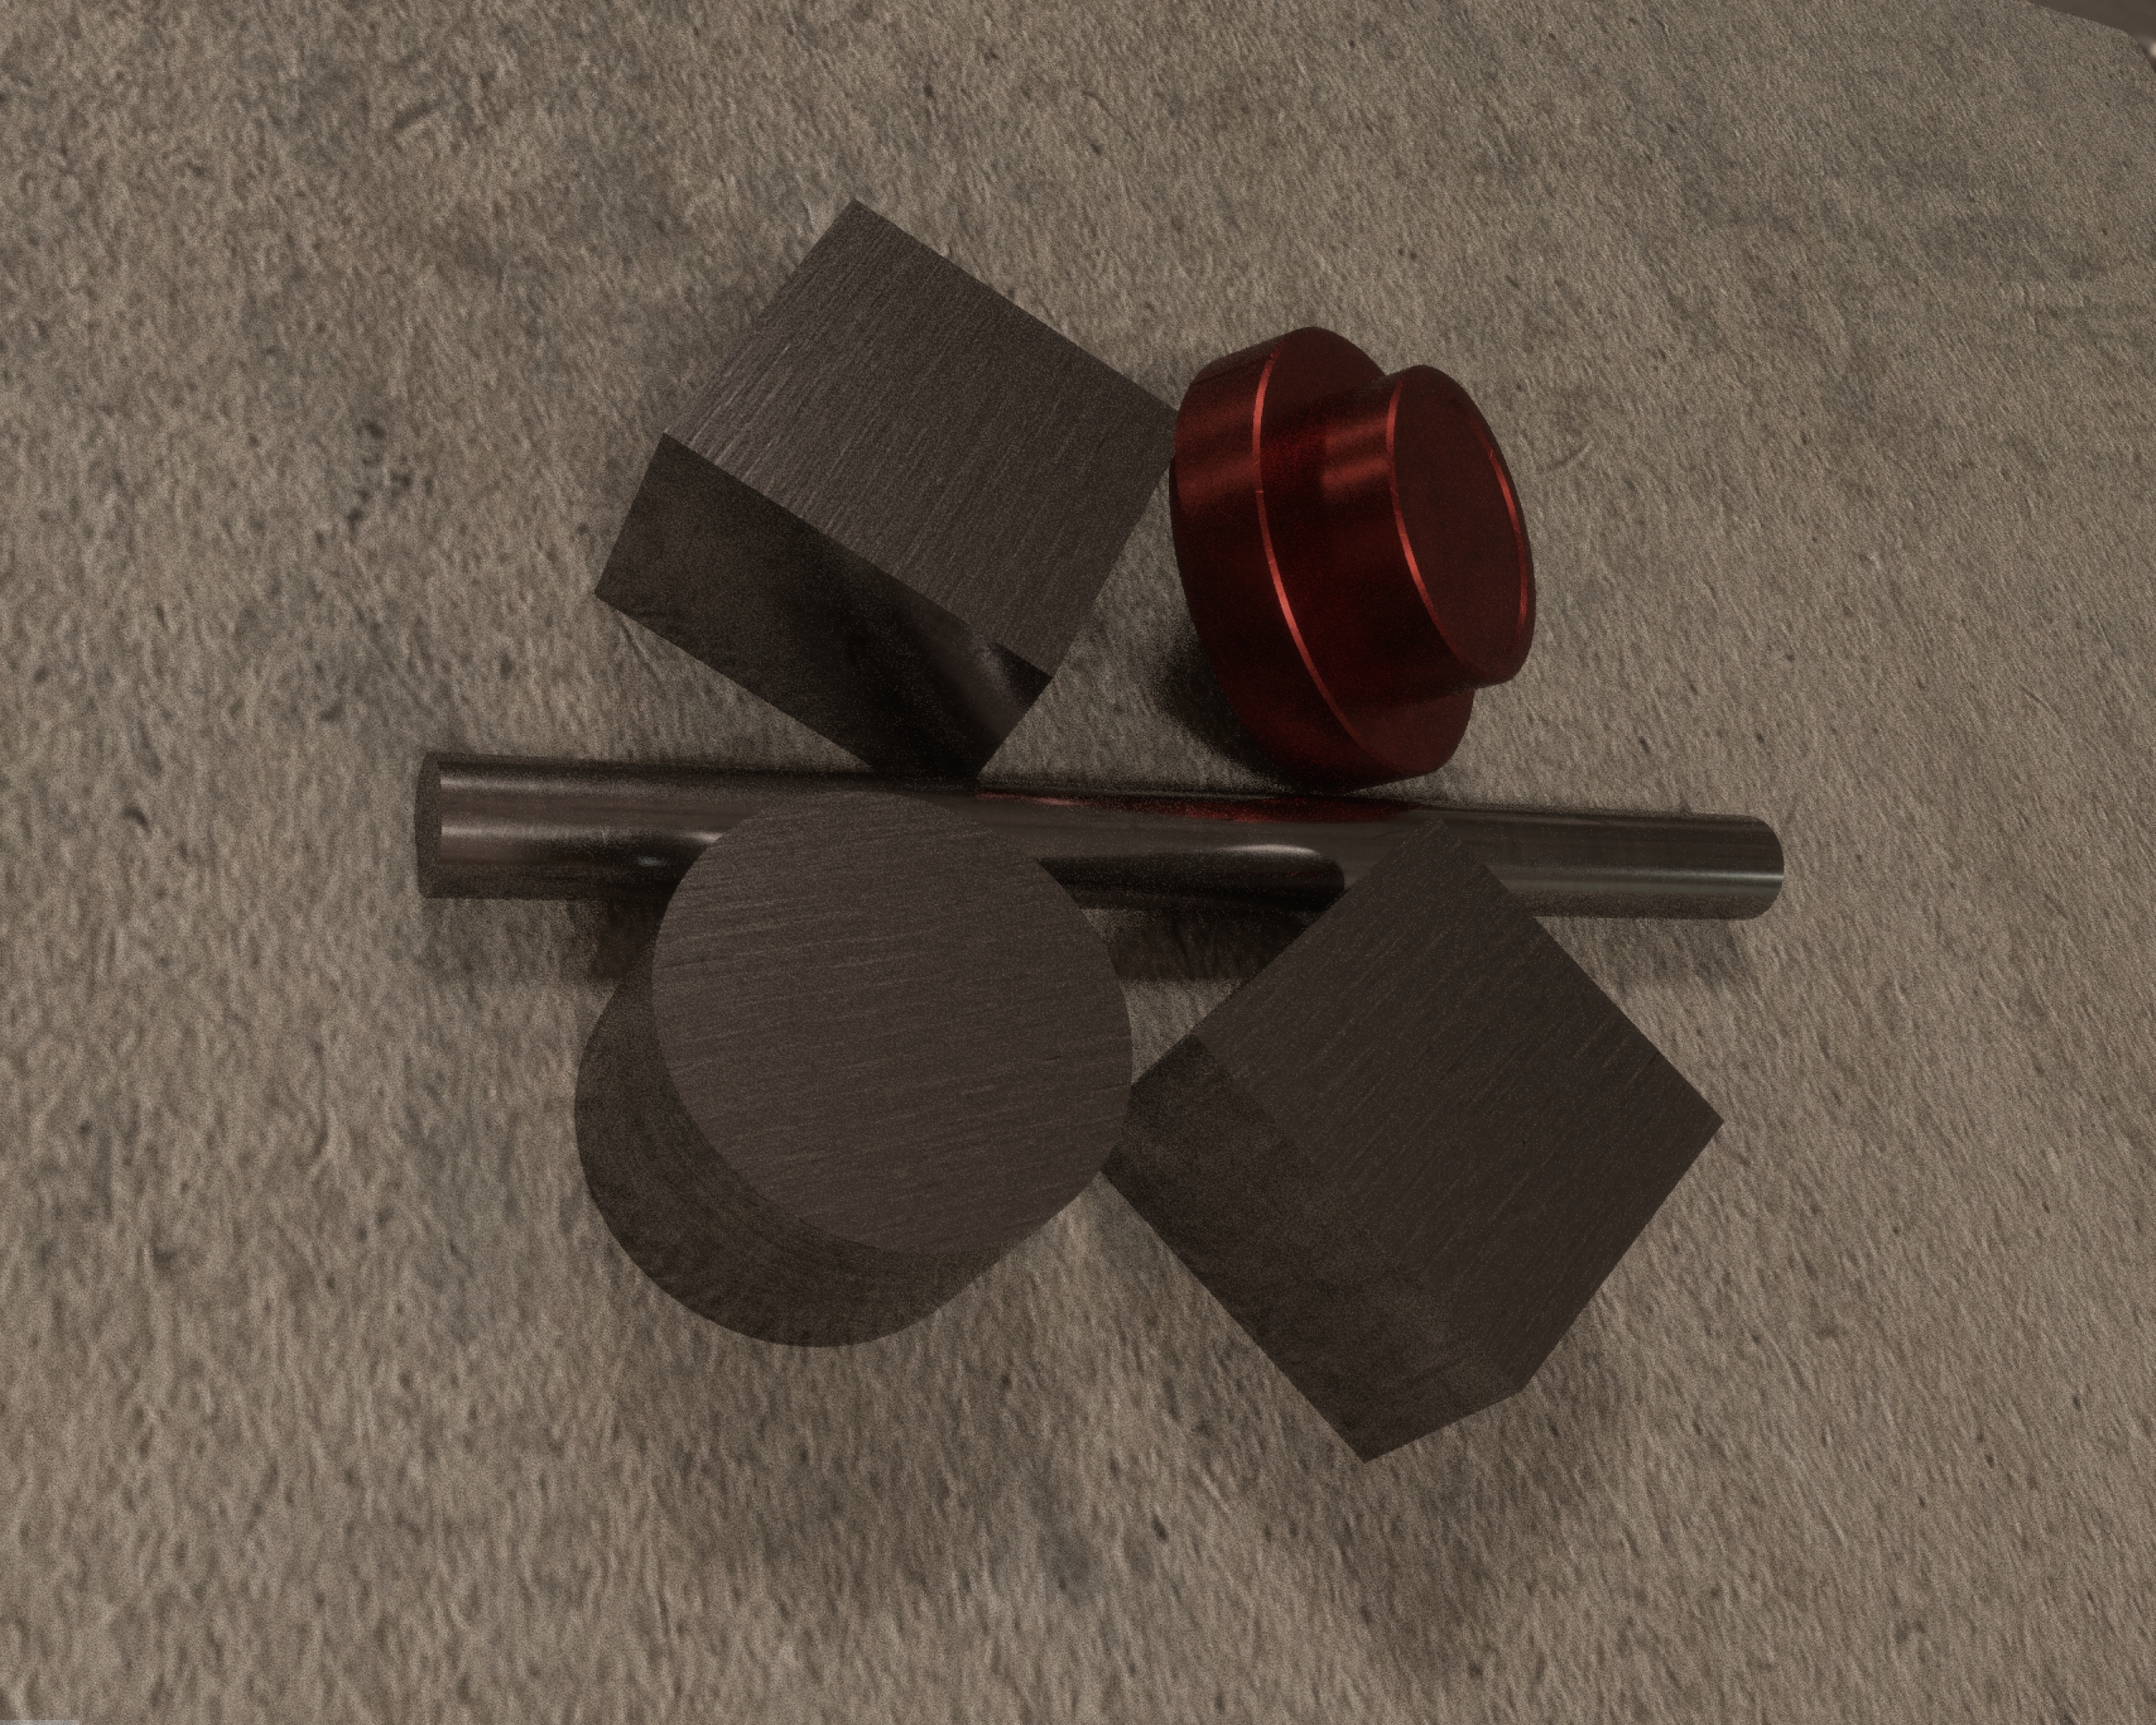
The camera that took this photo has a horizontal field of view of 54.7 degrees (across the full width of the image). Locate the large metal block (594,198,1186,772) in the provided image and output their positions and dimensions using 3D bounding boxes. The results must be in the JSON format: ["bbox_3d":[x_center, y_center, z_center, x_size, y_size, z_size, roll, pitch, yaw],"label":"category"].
[{"bbox_3d":[-0.035,-0.071,0.412,0.080,0.050,0.080,32,51,-8],"label":"large metal block"}]

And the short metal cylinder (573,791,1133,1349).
[{"bbox_3d":[-0.038,0.035,0.348,0.081,0.050,0.080,14,56,-21],"label":"short metal cylinder"}]

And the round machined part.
[{"bbox_3d":[0.064,-0.066,0.441,0.098,0.042,0.098,25,59,-50],"label":"round machined part"}]

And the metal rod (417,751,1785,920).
[{"bbox_3d":[0.024,-0.003,0.423,0.303,0.025,0.025,2,61,-28],"label":"metal rod"}]

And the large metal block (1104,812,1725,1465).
[{"bbox_3d":[0.061,0.051,0.393,0.080,0.050,0.080,48,51,5],"label":"large metal block"}]
